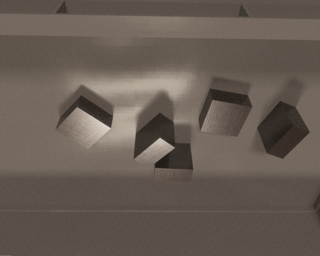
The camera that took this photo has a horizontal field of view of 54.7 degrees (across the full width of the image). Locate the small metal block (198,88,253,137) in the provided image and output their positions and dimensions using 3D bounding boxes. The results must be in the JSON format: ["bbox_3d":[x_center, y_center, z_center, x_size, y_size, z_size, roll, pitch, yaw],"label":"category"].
[{"bbox_3d":[0.082,-0.019,0.394,0.050,0.025,0.050,9,130,-8],"label":"small metal block"}]

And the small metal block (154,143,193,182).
[{"bbox_3d":[0.018,0.047,0.433,0.050,0.050,0.025,3,130,-3],"label":"small metal block"}]

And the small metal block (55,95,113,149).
[{"bbox_3d":[-0.098,-0.007,0.402,0.050,0.025,0.050,35,122,-27],"label":"small metal block"}]

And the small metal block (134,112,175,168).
[{"bbox_3d":[-0.008,0.016,0.406,0.025,0.050,0.050,35,122,-26],"label":"small metal block"}]

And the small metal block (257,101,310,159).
[{"bbox_3d":[0.156,0.002,0.397,0.025,0.050,0.050,19,127,-16],"label":"small metal block"}]
